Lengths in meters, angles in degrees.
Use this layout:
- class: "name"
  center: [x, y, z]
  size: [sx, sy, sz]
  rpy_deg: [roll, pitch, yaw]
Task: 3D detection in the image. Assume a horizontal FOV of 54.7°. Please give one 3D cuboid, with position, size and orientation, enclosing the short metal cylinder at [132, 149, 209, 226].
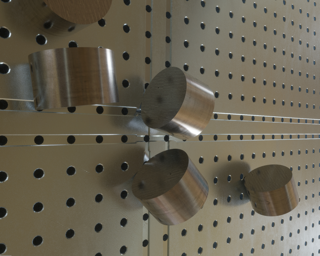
- class: "short metal cylinder"
  center: [0.013, 0.072, 0.384]
  size: [0.080, 0.080, 0.050]
  rpy_deg: [-51, 120, -28]

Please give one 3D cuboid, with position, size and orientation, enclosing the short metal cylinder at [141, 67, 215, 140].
- class: "short metal cylinder"
  center: [0.021, -0.030, 0.391]
  size: [0.050, 0.080, 0.080]
  rpy_deg: [22, 76, -38]

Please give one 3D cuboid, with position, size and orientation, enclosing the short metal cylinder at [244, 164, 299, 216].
- class: "short metal cylinder"
  center: [0.192, 0.106, 0.534]
  size: [0.081, 0.080, 0.050]
  rpy_deg: [-35, 112, -34]

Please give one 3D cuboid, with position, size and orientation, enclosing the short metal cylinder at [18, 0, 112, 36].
- class: "short metal cylinder"
  center: [-0.096, -0.139, 0.312]
  size: [0.081, 0.050, 0.080]
  rpy_deg: [0, 90, -40]

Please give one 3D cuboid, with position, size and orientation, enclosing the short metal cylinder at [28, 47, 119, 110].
- class: "short metal cylinder"
  center: [-0.083, -0.046, 0.304]
  size: [0.081, 0.080, 0.050]
  rpy_deg: [-10, 96, -40]
